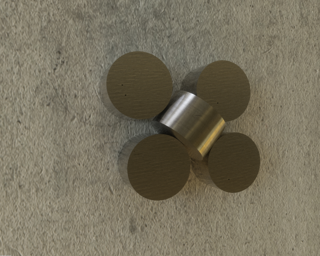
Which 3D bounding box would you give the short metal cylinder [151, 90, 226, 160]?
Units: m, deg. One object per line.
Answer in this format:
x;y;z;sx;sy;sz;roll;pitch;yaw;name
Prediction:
0.036;-0.003;0.396;0.080;0.080;0.050;41;77;-16;short metal cylinder

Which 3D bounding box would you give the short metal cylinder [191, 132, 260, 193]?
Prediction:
0.090;0.045;0.431;0.081;0.050;0.079;0;90;-21;short metal cylinder

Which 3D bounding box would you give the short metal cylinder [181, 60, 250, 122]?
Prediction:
0.075;-0.048;0.424;0.081;0.050;0.079;0;90;-21;short metal cylinder

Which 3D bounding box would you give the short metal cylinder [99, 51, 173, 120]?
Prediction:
-0.031;-0.050;0.385;0.081;0.050;0.079;0;90;-21;short metal cylinder

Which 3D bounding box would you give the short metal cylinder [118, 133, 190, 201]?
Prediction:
-0.009;0.047;0.394;0.081;0.050;0.079;0;90;-21;short metal cylinder
